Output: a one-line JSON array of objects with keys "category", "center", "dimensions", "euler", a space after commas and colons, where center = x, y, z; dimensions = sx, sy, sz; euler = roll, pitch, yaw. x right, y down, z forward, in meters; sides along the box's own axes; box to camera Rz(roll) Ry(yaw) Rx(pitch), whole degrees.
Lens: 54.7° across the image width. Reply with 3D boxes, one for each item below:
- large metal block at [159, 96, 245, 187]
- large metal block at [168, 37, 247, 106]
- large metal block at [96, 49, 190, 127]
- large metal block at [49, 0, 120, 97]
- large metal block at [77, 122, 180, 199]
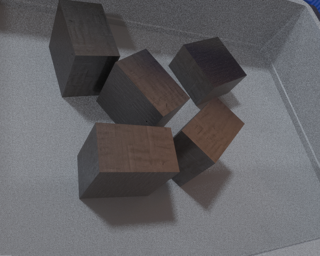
[{"category": "large metal block", "center": [0.047, 0.017, 0.387], "dimensions": [0.050, 0.080, 0.080], "euler": [45, 51, 2]}, {"category": "large metal block", "center": [0.075, -0.091, 0.487], "dimensions": [0.081, 0.050, 0.080], "euler": [-24, 75, -37]}, {"category": "large metal block", "center": [-0.024, -0.035, 0.380], "dimensions": [0.080, 0.080, 0.050], "euler": [49, 51, 6]}, {"category": "large metal block", "center": [-0.096, -0.094, 0.377], "dimensions": [0.050, 0.080, 0.080], "euler": [-7, 66, -32]}, {"category": "large metal block", "center": [-0.037, 0.038, 0.328], "dimensions": [0.081, 0.080, 0.050], "euler": [4, 60, -27]}]
